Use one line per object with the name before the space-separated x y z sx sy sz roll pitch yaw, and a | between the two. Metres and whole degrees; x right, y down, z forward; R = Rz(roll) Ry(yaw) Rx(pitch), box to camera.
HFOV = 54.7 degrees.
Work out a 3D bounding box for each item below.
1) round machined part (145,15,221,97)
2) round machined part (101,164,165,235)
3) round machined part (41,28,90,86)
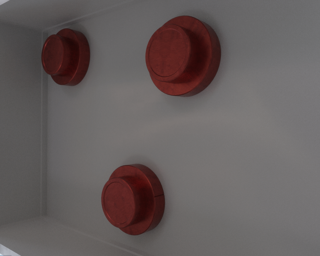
round machined part | 0.021 -0.088 0.379 0.098 0.042 0.097 0 90 40
round machined part | -0.044 0.101 0.432 0.098 0.042 0.097 0 90 40
round machined part | -0.168 -0.123 0.535 0.098 0.042 0.097 0 90 40
